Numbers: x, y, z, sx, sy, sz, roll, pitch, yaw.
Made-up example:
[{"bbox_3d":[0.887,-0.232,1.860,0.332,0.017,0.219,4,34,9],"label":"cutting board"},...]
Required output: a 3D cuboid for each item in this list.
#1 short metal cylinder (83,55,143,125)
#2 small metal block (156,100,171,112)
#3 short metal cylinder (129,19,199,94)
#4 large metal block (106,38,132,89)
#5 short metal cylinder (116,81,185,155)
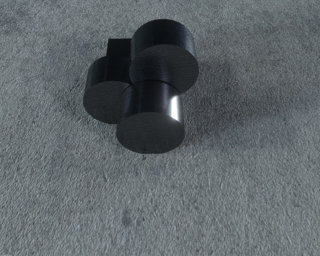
[{"bbox_3d":[-0.058,-0.049,0.411,0.081,0.080,0.050,-2,50,-2],"label":"short metal cylinder"},{"bbox_3d":[0.008,-0.039,0.424,0.025,0.050,0.050,1,50,1],"label":"small metal block"},{"bbox_3d":[0.004,-0.082,0.374,0.081,0.080,0.050,-2,50,-2],"label":"short metal cylinder"},{"bbox_3d":[-0.037,-0.090,0.465,0.081,0.050,0.080,-1,50,-1],"label":"large metal block"},{"bbox_3d":[-0.011,-0.011,0.379,0.081,0.080,0.050,0,50,0],"label":"short metal cylinder"}]
